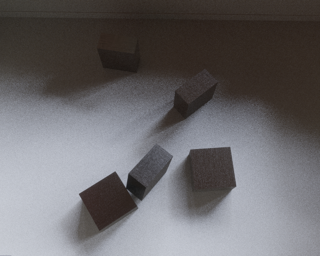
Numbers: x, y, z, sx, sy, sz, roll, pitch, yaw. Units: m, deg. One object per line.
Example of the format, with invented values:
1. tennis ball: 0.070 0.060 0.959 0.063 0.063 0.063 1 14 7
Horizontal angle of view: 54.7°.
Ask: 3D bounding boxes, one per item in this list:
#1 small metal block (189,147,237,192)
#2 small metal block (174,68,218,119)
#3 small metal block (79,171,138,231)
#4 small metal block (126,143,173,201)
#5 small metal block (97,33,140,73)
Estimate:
1. small metal block: 0.065 0.053 0.391 0.050 0.025 0.050 -4 70 -2
2. small metal block: 0.046 -0.044 0.413 0.050 0.050 0.025 -38 75 -13
3. small metal block: -0.062 0.089 0.376 0.050 0.025 0.050 -32 73 -11
4. small metal block: -0.013 0.054 0.371 0.025 0.050 0.050 37 61 12
5. small metal block: -0.056 -0.104 0.434 0.050 0.050 0.025 9 71 3
